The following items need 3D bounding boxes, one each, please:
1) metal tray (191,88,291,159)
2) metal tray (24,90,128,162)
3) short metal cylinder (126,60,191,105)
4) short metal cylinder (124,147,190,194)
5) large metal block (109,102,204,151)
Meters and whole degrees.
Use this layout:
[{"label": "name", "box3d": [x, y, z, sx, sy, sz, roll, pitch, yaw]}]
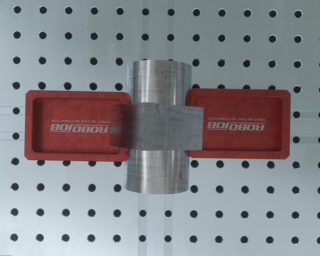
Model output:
[{"label": "metal tray", "box3d": [0.102, -0.005, 0.411, 0.131, 0.030, 0.089, 1, 90, 0]}, {"label": "metal tray", "box3d": [-0.107, -0.003, 0.409, 0.131, 0.030, 0.089, 1, 90, 0]}, {"label": "short metal cylinder", "box3d": [-0.001, -0.051, 0.385, 0.081, 0.080, 0.050, 1, 90, 0]}, {"label": "short metal cylinder", "box3d": [-0.004, 0.049, 0.385, 0.081, 0.080, 0.050, 2, 90, 0]}, {"label": "large metal block", "box3d": [-0.006, -0.001, 0.371, 0.081, 0.080, 0.050, 2, 90, -34]}]
